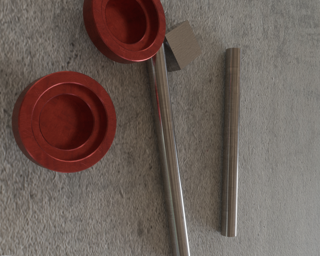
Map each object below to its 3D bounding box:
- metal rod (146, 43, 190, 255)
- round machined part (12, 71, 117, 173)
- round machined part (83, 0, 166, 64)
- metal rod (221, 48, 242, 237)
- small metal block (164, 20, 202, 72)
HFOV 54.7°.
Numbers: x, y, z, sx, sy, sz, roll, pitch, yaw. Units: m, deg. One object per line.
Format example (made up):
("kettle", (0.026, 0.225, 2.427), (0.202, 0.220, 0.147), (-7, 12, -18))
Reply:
("metal rod", (0.012, 0.040, 0.414), (0.025, 0.025, 0.298), (-13, 98, -39))
("round machined part", (-0.097, -0.006, 0.312), (0.099, 0.042, 0.097), (0, 90, -40))
("round machined part", (-0.044, -0.123, 0.356), (0.099, 0.042, 0.097), (0, 90, -40))
("metal rod", (0.115, 0.022, 0.500), (0.025, 0.025, 0.298), (3, 88, -40))
("small metal block", (0.025, -0.112, 0.425), (0.050, 0.025, 0.050), (-42, 116, -32))
